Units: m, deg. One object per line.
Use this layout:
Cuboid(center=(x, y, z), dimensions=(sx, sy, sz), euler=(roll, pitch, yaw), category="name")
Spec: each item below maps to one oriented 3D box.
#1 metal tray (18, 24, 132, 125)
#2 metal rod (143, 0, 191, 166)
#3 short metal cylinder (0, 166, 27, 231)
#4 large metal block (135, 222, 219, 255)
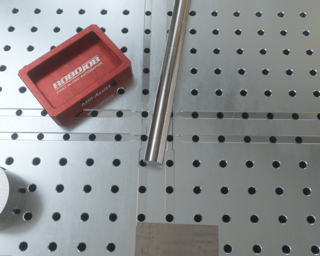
Cuboid(center=(-0.116, -0.077, 0.436), dimensions=(0.130, 0.030, 0.090), euler=(-38, 75, -13), category="metal tray")
Cuboid(center=(0.016, -0.093, 0.445), dimensions=(0.025, 0.025, 0.299), euler=(9, 70, 3), category="metal rod")
Cuboid(center=(-0.208, 0.082, 0.367), dimensions=(0.081, 0.050, 0.080), euler=(0, 70, 0), category="short metal cylinder")
Cuboid(center=(0.016, 0.131, 0.335), dimensions=(0.080, 0.080, 0.050), euler=(2, 70, 1), category="large metal block")
